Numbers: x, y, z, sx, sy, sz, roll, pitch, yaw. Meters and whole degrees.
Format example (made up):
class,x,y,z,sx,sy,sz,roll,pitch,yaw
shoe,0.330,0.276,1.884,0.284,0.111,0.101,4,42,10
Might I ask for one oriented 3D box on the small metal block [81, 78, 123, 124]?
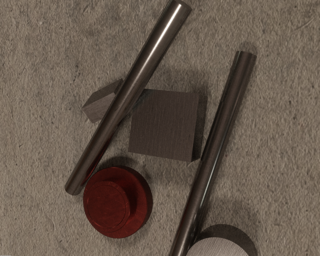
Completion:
class,x,y,z,sx,sy,sz,roll,pitch,yaw
small metal block,-0.071,-0.037,0.416,0.050,0.050,0.025,-24,114,18

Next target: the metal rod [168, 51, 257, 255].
class,x,y,z,sx,sy,sz,roll,pitch,yaw
metal rod,0.060,0.053,0.387,0.025,0.025,0.298,19,96,18

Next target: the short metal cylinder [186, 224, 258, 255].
class,x,y,z,sx,sy,sz,roll,pitch,yaw
short metal cylinder,0.074,0.162,0.369,0.080,0.050,0.079,0,90,19

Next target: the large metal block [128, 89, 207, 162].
class,x,y,z,sx,sy,sz,roll,pitch,yaw
large metal block,0.011,-0.005,0.391,0.080,0.050,0.079,8,93,19

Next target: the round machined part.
class,x,y,z,sx,sy,sz,roll,pitch,yaw
round machined part,-0.063,0.102,0.421,0.098,0.042,0.097,0,90,19

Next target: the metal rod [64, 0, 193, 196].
class,x,y,z,sx,sy,sz,roll,pitch,yaw
metal rod,-0.053,-0.018,0.381,0.025,0.025,0.298,43,120,14
